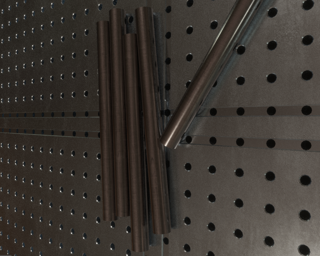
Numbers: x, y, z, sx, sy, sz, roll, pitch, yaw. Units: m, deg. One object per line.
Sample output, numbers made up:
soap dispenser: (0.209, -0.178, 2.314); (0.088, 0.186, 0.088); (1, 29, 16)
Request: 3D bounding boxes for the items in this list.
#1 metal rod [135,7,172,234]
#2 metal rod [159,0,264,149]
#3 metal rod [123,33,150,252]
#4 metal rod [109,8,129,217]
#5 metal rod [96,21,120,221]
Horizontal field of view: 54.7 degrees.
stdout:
metal rod: (-0.010, -0.013, 0.415); (0.025, 0.025, 0.298); (-8, 85, 39)
metal rod: (0.077, -0.102, 0.344); (0.025, 0.025, 0.298); (42, 115, 31)
metal rod: (-0.034, 0.018, 0.434); (0.025, 0.025, 0.298); (-4, 87, 39)
metal rod: (-0.057, -0.023, 0.454); (0.025, 0.025, 0.298); (-4, 88, 39)
metal rod: (-0.079, -0.012, 0.472); (0.025, 0.025, 0.298); (-4, 88, 39)
